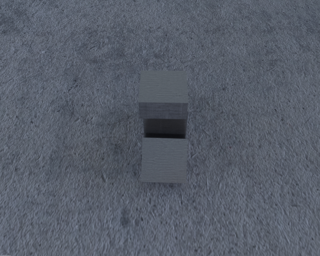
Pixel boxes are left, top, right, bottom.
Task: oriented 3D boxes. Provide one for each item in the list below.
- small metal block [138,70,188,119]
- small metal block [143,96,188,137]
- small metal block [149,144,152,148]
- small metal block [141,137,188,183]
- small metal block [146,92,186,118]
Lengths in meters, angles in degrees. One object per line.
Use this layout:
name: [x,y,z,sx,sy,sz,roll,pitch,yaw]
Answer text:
small metal block: [0.004,-0.037,0.338,0.050,0.025,0.050,1,50,0]
small metal block: [0.006,-0.013,0.366,0.050,0.050,0.025,2,50,1]
small metal block: [0.006,0.011,0.396,0.050,0.025,0.050,2,50,1]
small metal block: [0.005,0.036,0.358,0.050,0.025,0.050,2,91,1]
small metal block: [0.009,-0.032,0.416,0.050,0.025,0.050,2,14,1]
